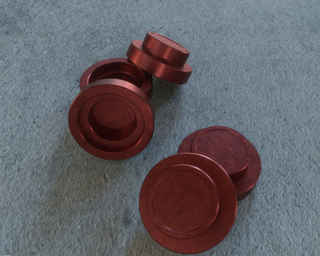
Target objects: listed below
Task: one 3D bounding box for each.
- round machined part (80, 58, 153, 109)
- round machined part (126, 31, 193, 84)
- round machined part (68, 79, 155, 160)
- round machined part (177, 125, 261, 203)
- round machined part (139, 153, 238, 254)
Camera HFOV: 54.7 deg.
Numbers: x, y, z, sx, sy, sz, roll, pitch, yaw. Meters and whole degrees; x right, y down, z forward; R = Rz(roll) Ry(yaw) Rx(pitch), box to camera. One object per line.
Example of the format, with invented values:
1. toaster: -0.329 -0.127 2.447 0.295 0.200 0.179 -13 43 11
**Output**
1. round machined part: -0.059 -0.053 0.435 0.099 0.042 0.098 0 48 0
2. round machined part: 0.004 -0.106 0.450 0.099 0.042 0.098 23 23 -10
3. round machined part: -0.055 -0.013 0.372 0.099 0.097 0.042 2 27 1
4. round machined part: 0.069 0.036 0.362 0.099 0.042 0.098 0 50 0
5. round machined part: 0.025 0.072 0.305 0.098 0.042 0.098 -4 74 15
